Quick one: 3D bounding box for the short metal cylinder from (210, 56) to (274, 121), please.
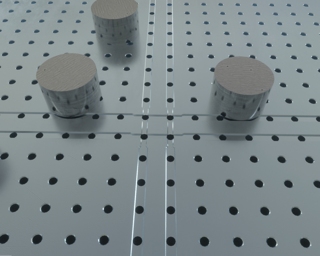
[{"bbox_3d":[0.114,-0.057,0.440,0.081,0.050,0.080,0,50,0],"label":"short metal cylinder"}]

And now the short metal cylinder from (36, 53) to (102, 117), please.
[{"bbox_3d":[-0.128,-0.062,0.442,0.081,0.050,0.080,0,50,0],"label":"short metal cylinder"}]

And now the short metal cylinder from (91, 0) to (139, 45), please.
[{"bbox_3d":[-0.078,-0.194,0.553,0.081,0.050,0.080,0,50,0],"label":"short metal cylinder"}]
